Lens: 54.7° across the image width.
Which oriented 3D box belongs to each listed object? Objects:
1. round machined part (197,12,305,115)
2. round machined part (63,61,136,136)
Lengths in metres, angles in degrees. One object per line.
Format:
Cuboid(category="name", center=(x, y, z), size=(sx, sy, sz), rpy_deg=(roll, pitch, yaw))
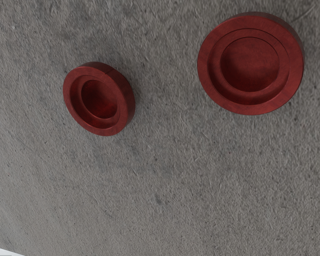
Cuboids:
Cuboid(category="round machined part", center=(0.090, -0.065, 0.308), size=(0.098, 0.042, 0.097), rpy_deg=(13, 124, 21))
Cuboid(category="round machined part", center=(-0.075, -0.041, 0.410), size=(0.098, 0.042, 0.097), rpy_deg=(13, 124, 21))
